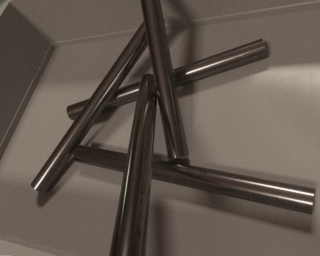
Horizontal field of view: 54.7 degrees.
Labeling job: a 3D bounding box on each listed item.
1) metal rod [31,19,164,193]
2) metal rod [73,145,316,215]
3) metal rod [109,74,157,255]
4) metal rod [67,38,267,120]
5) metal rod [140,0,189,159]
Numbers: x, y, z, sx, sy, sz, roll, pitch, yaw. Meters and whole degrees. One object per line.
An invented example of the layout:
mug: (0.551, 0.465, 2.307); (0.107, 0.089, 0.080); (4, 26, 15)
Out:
metal rod: (-0.088, -0.037, 0.443); (0.025, 0.025, 0.299); (34, 89, 38)
metal rod: (0.015, 0.052, 0.364); (0.300, 0.025, 0.025); (7, 65, 31)
metal rod: (-0.019, 0.024, 0.304); (0.025, 0.025, 0.300); (-20, 33, 16)
metal rod: (-0.003, -0.063, 0.444); (0.301, 0.025, 0.025); (-16, 55, 18)
metal rod: (-0.003, -0.111, 0.389); (0.025, 0.025, 0.298); (-12, 84, 21)
